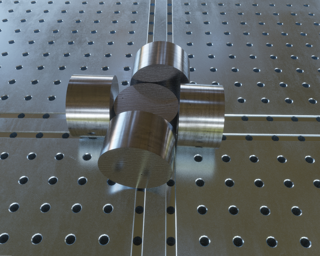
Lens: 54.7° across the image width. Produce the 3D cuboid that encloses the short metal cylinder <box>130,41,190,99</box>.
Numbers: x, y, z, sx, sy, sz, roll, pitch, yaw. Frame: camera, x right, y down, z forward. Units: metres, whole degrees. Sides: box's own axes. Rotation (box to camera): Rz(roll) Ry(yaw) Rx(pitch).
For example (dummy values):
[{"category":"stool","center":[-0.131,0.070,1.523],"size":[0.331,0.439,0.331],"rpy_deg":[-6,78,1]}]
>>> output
[{"category":"short metal cylinder","center":[0.001,-0.073,0.433],"size":[0.080,0.080,0.050],"rpy_deg":[2,50,2]}]

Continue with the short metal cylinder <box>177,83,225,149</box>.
[{"category":"short metal cylinder","center":[0.048,-0.015,0.385],"size":[0.050,0.080,0.080],"rpy_deg":[3,50,2]}]

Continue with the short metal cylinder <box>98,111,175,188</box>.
[{"category":"short metal cylinder","center":[-0.024,0.026,0.348],"size":[0.080,0.080,0.050],"rpy_deg":[5,50,4]}]

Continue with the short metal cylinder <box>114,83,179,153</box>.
[{"category":"short metal cylinder","center":[-0.017,-0.013,0.403],"size":[0.081,0.050,0.080],"rpy_deg":[1,50,-1]}]

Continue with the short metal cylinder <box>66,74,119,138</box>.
[{"category":"short metal cylinder","center":[-0.083,-0.028,0.394],"size":[0.050,0.080,0.080],"rpy_deg":[2,50,0]}]
